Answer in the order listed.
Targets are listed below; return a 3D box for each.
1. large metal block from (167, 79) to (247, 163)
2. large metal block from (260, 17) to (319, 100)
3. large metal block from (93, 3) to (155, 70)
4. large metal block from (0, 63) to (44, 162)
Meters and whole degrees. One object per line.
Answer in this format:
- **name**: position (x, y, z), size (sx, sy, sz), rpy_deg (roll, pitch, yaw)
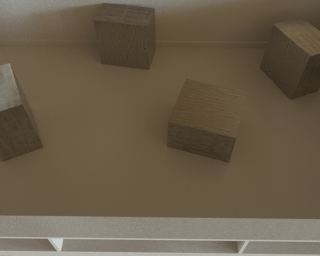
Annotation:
- **large metal block**: position (0.060, -0.011, 0.398), size (0.080, 0.050, 0.080), rpy_deg (14, 51, 11)
- **large metal block**: position (0.201, -0.102, 0.456), size (0.050, 0.080, 0.080), rpy_deg (-17, 52, -14)
- **large metal block**: position (-0.052, -0.144, 0.489), size (0.080, 0.080, 0.050), rpy_deg (8, 51, 7)
- **large metal block**: position (-0.191, -0.019, 0.384), size (0.050, 0.080, 0.080), rpy_deg (-21, 53, -17)
